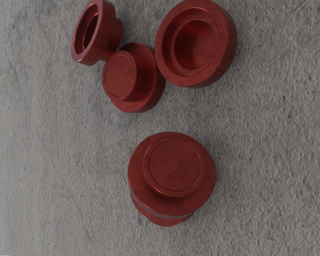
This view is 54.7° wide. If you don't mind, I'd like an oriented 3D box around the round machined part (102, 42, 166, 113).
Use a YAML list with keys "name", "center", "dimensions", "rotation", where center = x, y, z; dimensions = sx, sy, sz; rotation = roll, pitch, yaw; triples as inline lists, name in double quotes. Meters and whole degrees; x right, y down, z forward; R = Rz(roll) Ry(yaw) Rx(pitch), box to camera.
- name: "round machined part"
  center: [-0.043, -0.070, 0.429]
  dimensions: [0.098, 0.042, 0.097]
  rotation: [0, 90, 40]

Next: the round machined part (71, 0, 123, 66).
- name: "round machined part"
  center: [-0.090, -0.137, 0.457]
  dimensions: [0.098, 0.042, 0.098]
  rotation: [-23, 60, 47]

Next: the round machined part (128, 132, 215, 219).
- name: "round machined part"
  center: [0.014, 0.048, 0.343]
  dimensions: [0.098, 0.099, 0.042]
  rotation: [63, 162, 21]

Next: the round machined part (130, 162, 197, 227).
- name: "round machined part"
  center: [0.000, 0.076, 0.394]
  dimensions: [0.098, 0.042, 0.097]
  rotation: [0, 90, 40]

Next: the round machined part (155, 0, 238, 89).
- name: "round machined part"
  center: [0.045, -0.094, 0.357]
  dimensions: [0.098, 0.042, 0.097]
  rotation: [0, 90, 40]
